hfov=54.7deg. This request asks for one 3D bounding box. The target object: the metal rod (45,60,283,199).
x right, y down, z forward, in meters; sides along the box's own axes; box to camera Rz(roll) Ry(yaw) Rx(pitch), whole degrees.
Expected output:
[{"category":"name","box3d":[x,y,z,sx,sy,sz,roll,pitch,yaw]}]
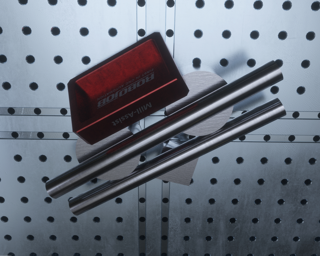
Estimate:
[{"category":"metal rod","box3d":[-0.003,0.007,0.361,0.301,0.025,0.025,-28,108,9]}]

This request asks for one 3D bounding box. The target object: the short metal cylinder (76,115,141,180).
[{"category":"short metal cylinder","box3d":[-0.064,0.021,0.407,0.081,0.050,0.079,0,110,-1]}]

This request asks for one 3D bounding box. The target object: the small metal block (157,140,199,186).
[{"category":"small metal block","box3d":[0.022,0.048,0.430,0.050,0.025,0.050,14,109,-6]}]

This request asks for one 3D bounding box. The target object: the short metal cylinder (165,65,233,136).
[{"category":"short metal cylinder","box3d":[0.047,-0.036,0.388,0.081,0.050,0.079,0,110,-1]}]

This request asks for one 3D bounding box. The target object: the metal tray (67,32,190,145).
[{"category":"metal tray","box3d":[-0.042,-0.047,0.359,0.130,0.090,0.030,-27,140,9]}]

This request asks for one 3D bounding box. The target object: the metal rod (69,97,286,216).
[{"category":"metal rod","box3d":[0.015,0.041,0.401,0.301,0.025,0.025,-27,108,9]}]
